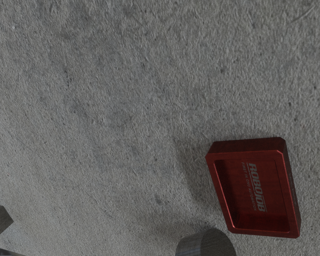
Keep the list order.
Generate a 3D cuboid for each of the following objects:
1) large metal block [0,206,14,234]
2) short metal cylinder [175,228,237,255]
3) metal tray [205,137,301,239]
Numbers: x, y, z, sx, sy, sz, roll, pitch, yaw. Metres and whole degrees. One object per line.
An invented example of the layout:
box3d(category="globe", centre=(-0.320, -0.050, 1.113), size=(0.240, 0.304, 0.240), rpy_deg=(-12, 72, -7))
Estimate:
box3d(category="large metal block", centre=(-0.413, 0.229, 0.731), size=(0.080, 0.080, 0.050), rpy_deg=(-8, 114, 31))
box3d(category="short metal cylinder", centre=(0.069, 0.194, 0.455), size=(0.050, 0.080, 0.080), rpy_deg=(-34, 100, 38))
box3d(category="metal tray", centre=(0.118, 0.077, 0.388), size=(0.090, 0.030, 0.129), rpy_deg=(-6, 116, 31))
